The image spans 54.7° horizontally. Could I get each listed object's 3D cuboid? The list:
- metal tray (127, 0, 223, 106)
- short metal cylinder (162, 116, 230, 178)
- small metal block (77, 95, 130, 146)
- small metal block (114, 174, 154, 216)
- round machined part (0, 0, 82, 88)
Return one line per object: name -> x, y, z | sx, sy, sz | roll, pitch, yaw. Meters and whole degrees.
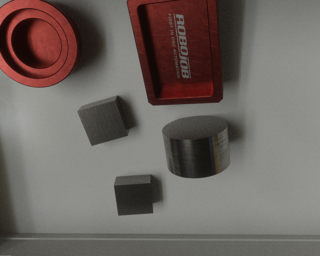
metal tray -> 0.022, -0.089, 0.349 | 0.090, 0.030, 0.129 | -2, 125, 14
short metal cylinder -> 0.046, 0.021, 0.391 | 0.080, 0.080, 0.050 | -8, 110, 2
small metal block -> -0.073, -0.010, 0.407 | 0.050, 0.025, 0.050 | -16, 110, 5
small metal block -> -0.037, 0.096, 0.446 | 0.050, 0.025, 0.050 | -4, 110, 1
round machined part -> -0.141, -0.100, 0.364 | 0.099, 0.042, 0.097 | 0, 110, -1
